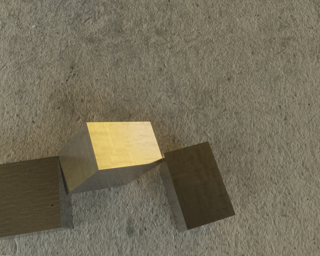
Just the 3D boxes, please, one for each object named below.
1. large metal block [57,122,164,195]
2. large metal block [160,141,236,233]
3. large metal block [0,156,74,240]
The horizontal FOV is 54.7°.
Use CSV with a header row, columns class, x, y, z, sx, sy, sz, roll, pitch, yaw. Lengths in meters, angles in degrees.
class,x,y,z,sx,sy,sz,roll,pitch,yaw
large metal block,-0.057,0.033,0.349,0.081,0.080,0.050,-2,65,-41
large metal block,0.037,0.070,0.352,0.050,0.080,0.080,-15,71,-9
large metal block,-0.151,0.083,0.363,0.081,0.050,0.080,-8,70,-3
